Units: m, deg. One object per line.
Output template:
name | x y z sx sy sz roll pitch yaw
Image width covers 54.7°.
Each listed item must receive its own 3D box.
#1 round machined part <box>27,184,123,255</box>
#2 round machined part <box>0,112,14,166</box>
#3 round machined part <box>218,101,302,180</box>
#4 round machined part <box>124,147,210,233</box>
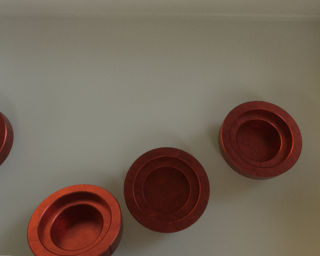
round machined part | -0.090 0.114 0.344 0.099 0.042 0.098 0 42 0
round machined part | -0.235 0.018 0.391 0.099 0.042 0.098 0 70 -1
round machined part | 0.123 0.018 0.396 0.099 0.042 0.098 0 70 -1
round machined part | 0.008 0.076 0.373 0.099 0.042 0.098 0 70 -1
